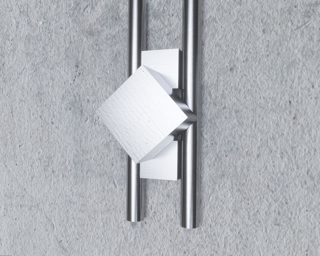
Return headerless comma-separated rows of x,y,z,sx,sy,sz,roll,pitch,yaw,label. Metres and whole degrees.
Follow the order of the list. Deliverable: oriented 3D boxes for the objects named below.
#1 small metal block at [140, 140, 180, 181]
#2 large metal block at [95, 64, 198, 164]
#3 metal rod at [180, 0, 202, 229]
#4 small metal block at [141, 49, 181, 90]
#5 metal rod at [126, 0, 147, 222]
0.002,0.041,0.407,0.050,0.025,0.050,1,90,19,small metal block
-0.015,-0.015,0.373,0.080,0.050,0.080,-43,77,15,large metal block
0.040,-0.024,0.396,0.025,0.025,0.298,1,90,19,metal rod
0.004,-0.075,0.407,0.050,0.025,0.050,1,90,19,small metal block
-0.032,-0.025,0.421,0.025,0.025,0.298,1,90,19,metal rod
